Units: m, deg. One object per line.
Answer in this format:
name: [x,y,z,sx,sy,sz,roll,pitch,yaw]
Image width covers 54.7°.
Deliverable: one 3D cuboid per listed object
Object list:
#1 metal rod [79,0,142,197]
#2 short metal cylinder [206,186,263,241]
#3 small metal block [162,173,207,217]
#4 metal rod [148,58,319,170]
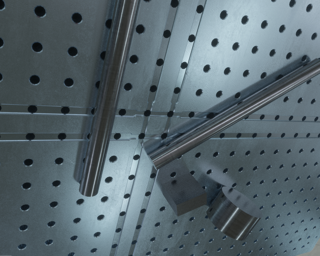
metal rod: [-0.056,-0.048,0.350,0.025,0.025,0.298,2,118,-30]
short metal cylinder: [0.128,0.146,0.536,0.080,0.080,0.050,20,107,-36]
small metal block: [0.037,0.101,0.478,0.050,0.050,0.025,-19,126,-18]
metal rod: [0.119,-0.025,0.460,0.301,0.025,0.025,-30,128,-10]
